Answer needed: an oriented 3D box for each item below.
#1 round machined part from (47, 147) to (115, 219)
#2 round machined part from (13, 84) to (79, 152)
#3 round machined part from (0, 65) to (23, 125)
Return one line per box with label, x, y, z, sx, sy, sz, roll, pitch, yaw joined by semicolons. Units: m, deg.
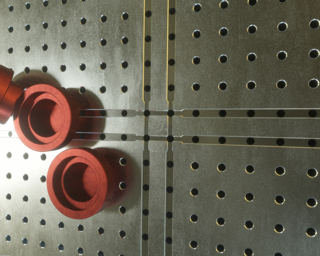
round machined part;-0.108;0.076;0.442;0.098;0.042;0.097;0;90;20
round machined part;-0.163;-0.015;0.460;0.098;0.042;0.097;0;91;17
round machined part;-0.245;-0.044;0.473;0.098;0.042;0.098;-35;40;37
